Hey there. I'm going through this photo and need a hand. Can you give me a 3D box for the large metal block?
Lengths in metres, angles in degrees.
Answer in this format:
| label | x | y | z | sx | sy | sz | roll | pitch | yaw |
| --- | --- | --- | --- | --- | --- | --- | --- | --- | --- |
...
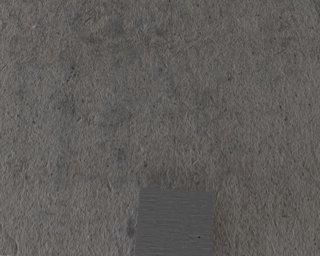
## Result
| label | x | y | z | sx | sy | sz | roll | pitch | yaw |
| --- | --- | --- | --- | --- | --- | --- | --- | --- | --- |
| large metal block | 0.016 | 0.114 | 0.353 | 0.080 | 0.050 | 0.080 | 4 | 70 | 1 |
